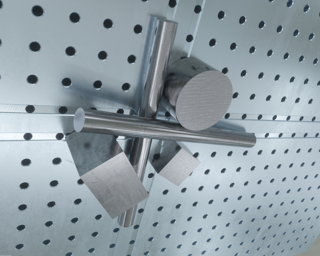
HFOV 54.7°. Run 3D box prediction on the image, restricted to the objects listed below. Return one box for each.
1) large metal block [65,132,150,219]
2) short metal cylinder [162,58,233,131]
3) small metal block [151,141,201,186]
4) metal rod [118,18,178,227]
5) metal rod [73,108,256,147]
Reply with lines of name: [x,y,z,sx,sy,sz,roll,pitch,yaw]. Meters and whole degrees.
large metal block: [-0.063,0.046,0.369,0.050,0.080,0.080,-31,129,-9]
short metal cylinder: [0.044,-0.043,0.394,0.081,0.050,0.079,-14,125,-21]
small metal block: [0.024,0.052,0.460,0.050,0.025,0.050,-48,129,5]
metal rod: [-0.022,0.012,0.408,0.025,0.025,0.298,-2,119,-28]
metal rod: [0.033,0.006,0.410,0.302,0.025,0.025,7,115,-40]
